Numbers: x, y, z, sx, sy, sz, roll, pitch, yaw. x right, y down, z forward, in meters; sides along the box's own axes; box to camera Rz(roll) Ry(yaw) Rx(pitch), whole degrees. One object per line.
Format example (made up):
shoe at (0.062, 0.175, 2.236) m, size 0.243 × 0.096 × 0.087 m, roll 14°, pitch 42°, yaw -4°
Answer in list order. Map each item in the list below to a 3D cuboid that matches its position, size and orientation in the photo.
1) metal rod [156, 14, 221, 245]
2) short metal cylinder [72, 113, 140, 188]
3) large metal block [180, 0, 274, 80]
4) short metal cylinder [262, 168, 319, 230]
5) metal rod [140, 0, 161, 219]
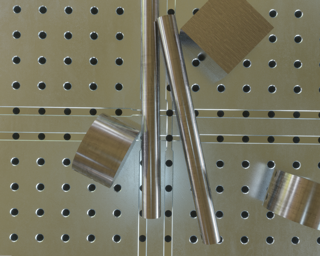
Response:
metal rod at (0.038, 0.004, 0.406) m, size 0.025 × 0.025 × 0.298 m, roll -12°, pitch 93°, yaw 0°
short metal cylinder at (-0.066, 0.028, 0.385) m, size 0.050 × 0.080 × 0.080 m, roll 27°, pitch 90°, yaw 0°
large metal block at (0.082, -0.122, 0.401) m, size 0.080 × 0.050 × 0.080 m, roll 44°, pitch 90°, yaw 0°
short metal cylinder at (0.176, 0.087, 0.387) m, size 0.080 × 0.080 × 0.050 m, roll 18°, pitch 90°, yaw 0°
metal rod at (-0.013, -0.031, 0.413) m, size 0.025 × 0.025 × 0.298 m, roll 0°, pitch 90°, yaw 0°
